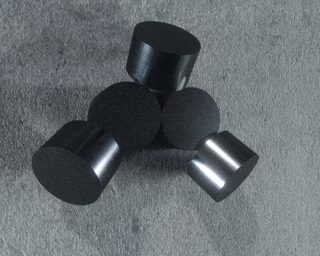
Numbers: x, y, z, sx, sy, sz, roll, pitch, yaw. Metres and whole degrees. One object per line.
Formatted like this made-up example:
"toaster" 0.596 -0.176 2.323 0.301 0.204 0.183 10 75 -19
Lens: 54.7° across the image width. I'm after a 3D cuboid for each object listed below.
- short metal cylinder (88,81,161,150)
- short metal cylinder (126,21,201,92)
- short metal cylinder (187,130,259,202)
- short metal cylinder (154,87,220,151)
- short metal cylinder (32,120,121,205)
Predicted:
"short metal cylinder" -0.045 -0.014 0.380 0.081 0.050 0.080 0 90 -20
"short metal cylinder" 0.003 -0.088 0.376 0.081 0.080 0.050 2 132 -20
"short metal cylinder" 0.082 0.050 0.405 0.080 0.080 0.050 -39 61 -16
"short metal cylinder" 0.031 -0.011 0.408 0.081 0.050 0.080 0 90 -20
"short metal cylinder" -0.090 0.038 0.341 0.080 0.080 0.050 48 35 -14
